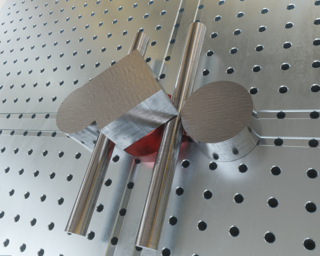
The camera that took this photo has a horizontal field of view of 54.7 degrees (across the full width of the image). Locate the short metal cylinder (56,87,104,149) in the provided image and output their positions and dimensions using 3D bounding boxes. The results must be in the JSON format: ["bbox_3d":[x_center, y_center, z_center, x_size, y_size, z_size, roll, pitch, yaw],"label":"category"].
[{"bbox_3d":[-0.104,-0.016,0.456,0.080,0.050,0.080,-13,56,21],"label":"short metal cylinder"}]

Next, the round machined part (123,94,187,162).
[{"bbox_3d":[-0.016,-0.007,0.411,0.098,0.042,0.098,-13,56,21],"label":"round machined part"}]

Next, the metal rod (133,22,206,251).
[{"bbox_3d":[0.019,-0.010,0.377,0.025,0.025,0.300,0,62,28],"label":"metal rod"}]

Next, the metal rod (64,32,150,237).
[{"bbox_3d":[-0.063,-0.009,0.420,0.025,0.025,0.300,1,62,28],"label":"metal rod"}]

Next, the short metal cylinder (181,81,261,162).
[{"bbox_3d":[0.071,-0.008,0.359,0.080,0.050,0.080,-13,56,21],"label":"short metal cylinder"}]

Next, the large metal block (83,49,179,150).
[{"bbox_3d":[-0.036,-0.035,0.372,0.080,0.050,0.080,-33,51,6],"label":"large metal block"}]
